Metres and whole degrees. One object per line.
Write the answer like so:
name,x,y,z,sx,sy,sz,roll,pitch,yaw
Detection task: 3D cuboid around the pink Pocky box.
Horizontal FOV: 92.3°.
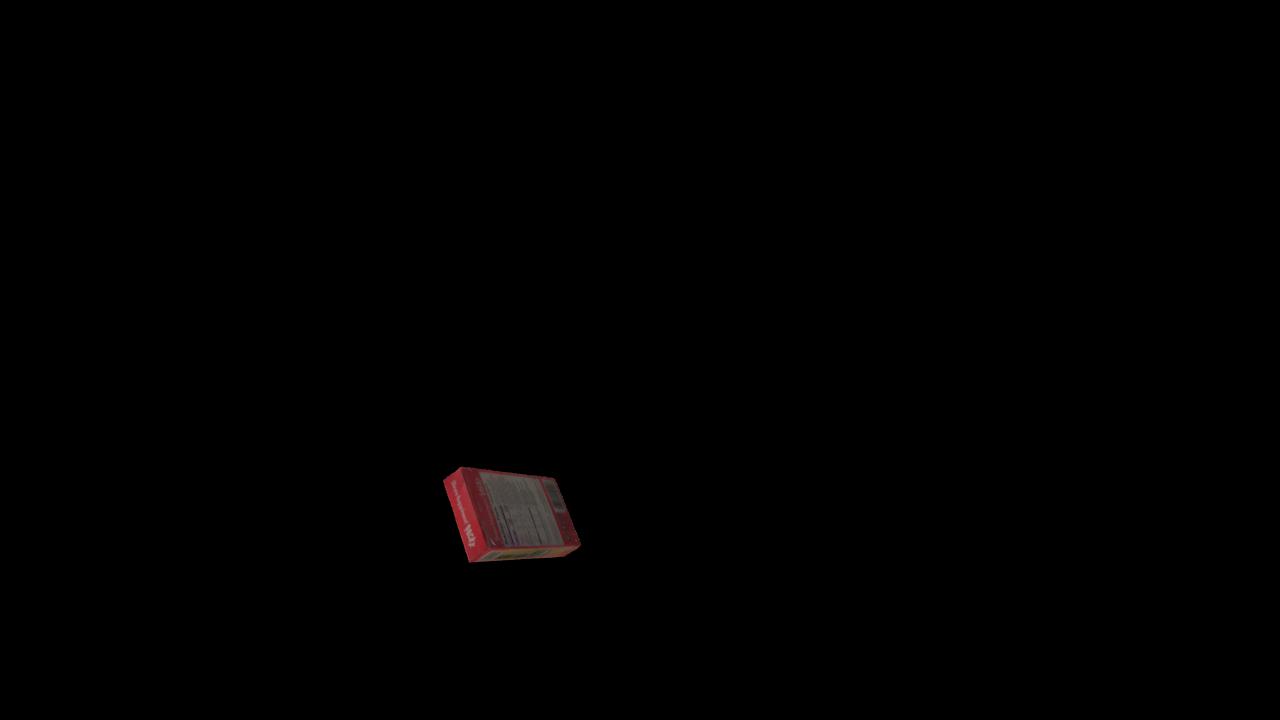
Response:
pink Pocky box,-0.123,0.155,0.613,0.029,0.084,0.155,-35,-27,14
